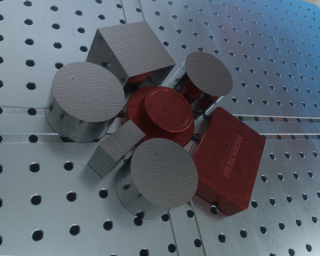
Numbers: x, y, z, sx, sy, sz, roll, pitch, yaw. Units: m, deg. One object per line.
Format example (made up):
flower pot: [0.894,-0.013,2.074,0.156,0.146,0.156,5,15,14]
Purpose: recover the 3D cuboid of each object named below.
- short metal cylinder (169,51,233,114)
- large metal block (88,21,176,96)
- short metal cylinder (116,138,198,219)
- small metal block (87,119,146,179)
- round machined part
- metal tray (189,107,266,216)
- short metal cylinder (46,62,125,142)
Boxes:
short metal cylinder: [0.061,-0.067,0.465,0.081,0.050,0.080,14,56,-21]
large metal block: [-0.039,-0.096,0.430,0.081,0.050,0.080,-24,75,-36]
short metal cylinder: [-0.004,0.058,0.353,0.081,0.050,0.080,14,56,-21]
small metal block: [-0.049,0.024,0.350,0.025,0.050,0.050,45,51,2]
round machined part: [0.003,-0.016,0.407,0.099,0.042,0.098,14,56,-21]
metal tray: [0.090,0.041,0.426,0.090,0.030,0.130,35,51,-5]
short metal cylinder: [-0.088,-0.030,0.362,0.081,0.050,0.080,14,56,-21]
